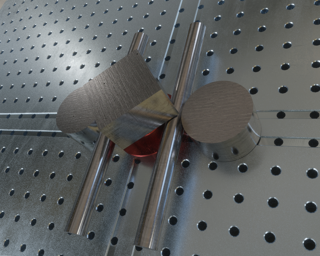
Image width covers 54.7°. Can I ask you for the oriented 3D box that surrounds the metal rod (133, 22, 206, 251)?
[{"bbox_3d":[0.019,-0.010,0.377,0.025,0.025,0.300,0,62,28],"label":"metal rod"}]

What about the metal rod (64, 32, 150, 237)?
[{"bbox_3d":[-0.063,-0.009,0.420,0.025,0.025,0.300,1,62,28],"label":"metal rod"}]

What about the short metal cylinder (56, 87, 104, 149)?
[{"bbox_3d":[-0.104,-0.016,0.456,0.080,0.050,0.080,-13,56,21],"label":"short metal cylinder"}]

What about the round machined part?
[{"bbox_3d":[-0.016,-0.007,0.411,0.098,0.042,0.098,-13,56,21],"label":"round machined part"}]

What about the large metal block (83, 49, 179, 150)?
[{"bbox_3d":[-0.036,-0.035,0.372,0.080,0.050,0.080,-33,51,6],"label":"large metal block"}]

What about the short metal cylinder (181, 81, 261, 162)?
[{"bbox_3d":[0.071,-0.008,0.359,0.080,0.050,0.080,-13,56,21],"label":"short metal cylinder"}]
